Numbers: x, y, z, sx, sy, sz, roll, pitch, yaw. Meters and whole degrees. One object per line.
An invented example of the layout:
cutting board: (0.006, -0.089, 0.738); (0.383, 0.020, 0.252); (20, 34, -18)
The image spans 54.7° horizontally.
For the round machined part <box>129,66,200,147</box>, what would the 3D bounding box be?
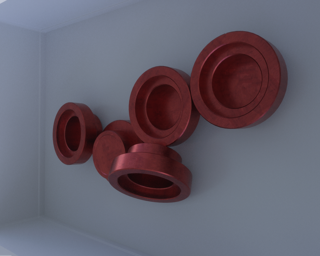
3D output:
round machined part: (0.010, -0.025, 0.385); (0.098, 0.042, 0.097); (0, 91, 40)

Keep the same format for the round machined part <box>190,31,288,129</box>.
round machined part: (0.084, -0.048, 0.325); (0.098, 0.042, 0.097); (0, 90, 39)

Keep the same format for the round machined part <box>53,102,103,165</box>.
round machined part: (-0.128, 0.009, 0.495); (0.098, 0.042, 0.097); (-2, 87, 44)

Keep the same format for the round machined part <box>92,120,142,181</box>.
round machined part: (-0.059, 0.037, 0.442); (0.098, 0.042, 0.097); (0, 90, 39)

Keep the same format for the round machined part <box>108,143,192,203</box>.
round machined part: (-0.010, 0.053, 0.376); (0.098, 0.098, 0.042); (-19, 47, 38)
